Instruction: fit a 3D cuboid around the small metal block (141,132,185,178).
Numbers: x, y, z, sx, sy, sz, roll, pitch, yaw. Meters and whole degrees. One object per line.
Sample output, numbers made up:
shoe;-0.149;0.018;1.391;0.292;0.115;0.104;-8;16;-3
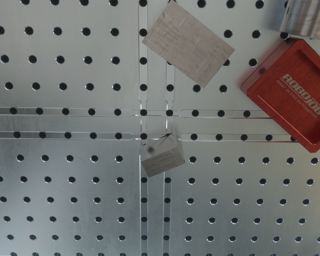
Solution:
small metal block;0.004;0.035;0.413;0.050;0.050;0.025;-23;109;8

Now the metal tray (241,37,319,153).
metal tray;0.182;-0.040;0.397;0.130;0.030;0.090;39;105;-13

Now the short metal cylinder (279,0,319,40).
short metal cylinder;0.179;-0.124;0.340;0.081;0.080;0.050;10;109;-4

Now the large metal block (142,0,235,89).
large metal block;0.029;-0.096;0.349;0.080;0.080;0.050;34;106;-12
